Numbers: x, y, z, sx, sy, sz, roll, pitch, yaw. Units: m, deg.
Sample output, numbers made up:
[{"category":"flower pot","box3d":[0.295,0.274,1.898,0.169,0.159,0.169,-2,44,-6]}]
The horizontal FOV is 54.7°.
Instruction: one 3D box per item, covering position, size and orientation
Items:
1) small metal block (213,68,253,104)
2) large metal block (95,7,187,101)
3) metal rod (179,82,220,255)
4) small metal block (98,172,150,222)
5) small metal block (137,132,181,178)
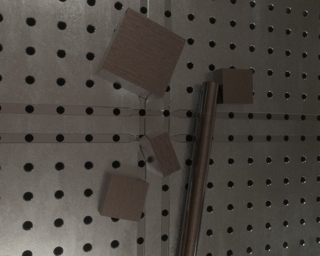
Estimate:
[{"category":"small metal block","box3d":[0.107,-0.060,0.454,0.050,0.025,0.050,-1,91,-21]},{"category":"large metal block","box3d":[-0.025,-0.089,0.391,0.080,0.050,0.080,24,82,-19]},{"category":"metal rod","box3d":[0.052,0.084,0.433,0.025,0.025,0.298,9,87,-20]},{"category":"small metal block","box3d":[-0.047,0.088,0.396,0.050,0.025,0.050,16,85,-20]},{"category":"small metal block","box3d":[-0.002,0.032,0.400,0.025,0.050,0.050,-24,98,-19]}]
